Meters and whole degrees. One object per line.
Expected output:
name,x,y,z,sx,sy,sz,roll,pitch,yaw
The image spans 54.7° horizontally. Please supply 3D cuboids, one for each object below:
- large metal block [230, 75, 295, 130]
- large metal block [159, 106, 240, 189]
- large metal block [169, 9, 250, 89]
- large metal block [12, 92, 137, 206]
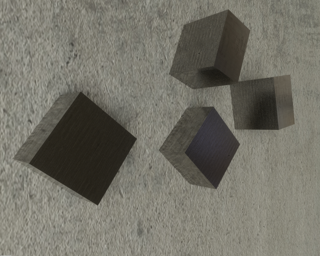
large metal block,0.167,-0.041,0.508,0.050,0.080,0.079,-14,99,-39
large metal block,0.058,0.027,0.437,0.080,0.050,0.080,49,61,-29
large metal block,0.067,-0.103,0.425,0.050,0.080,0.080,26,74,-37
large metal block,-0.084,0.021,0.318,0.080,0.050,0.080,43,64,-32
